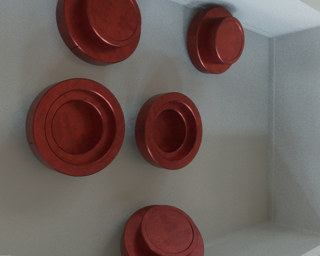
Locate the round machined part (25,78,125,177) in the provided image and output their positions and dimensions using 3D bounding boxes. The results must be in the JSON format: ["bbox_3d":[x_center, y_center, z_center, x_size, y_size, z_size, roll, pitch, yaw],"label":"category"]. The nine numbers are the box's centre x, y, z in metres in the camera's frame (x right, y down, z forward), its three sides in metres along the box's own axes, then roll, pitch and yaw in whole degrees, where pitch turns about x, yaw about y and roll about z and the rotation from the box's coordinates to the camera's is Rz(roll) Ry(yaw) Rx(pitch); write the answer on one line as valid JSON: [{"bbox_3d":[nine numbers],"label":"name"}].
[{"bbox_3d":[-0.089,-0.001,0.322,0.099,0.042,0.097,0,90,-40],"label":"round machined part"}]

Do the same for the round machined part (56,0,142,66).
[{"bbox_3d":[-0.060,-0.121,0.346,0.099,0.042,0.097,0,90,-40],"label":"round machined part"}]

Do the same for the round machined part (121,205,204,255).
[{"bbox_3d":[0.006,0.131,0.364,0.099,0.098,0.042,-18,141,-39],"label":"round machined part"}]

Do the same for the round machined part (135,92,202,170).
[{"bbox_3d":[0.007,0.003,0.403,0.099,0.042,0.097,0,90,-40],"label":"round machined part"}]

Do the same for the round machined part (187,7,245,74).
[{"bbox_3d":[0.089,-0.130,0.463,0.099,0.042,0.097,-11,107,-39],"label":"round machined part"}]
